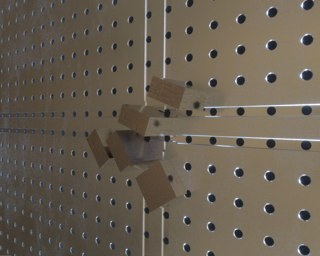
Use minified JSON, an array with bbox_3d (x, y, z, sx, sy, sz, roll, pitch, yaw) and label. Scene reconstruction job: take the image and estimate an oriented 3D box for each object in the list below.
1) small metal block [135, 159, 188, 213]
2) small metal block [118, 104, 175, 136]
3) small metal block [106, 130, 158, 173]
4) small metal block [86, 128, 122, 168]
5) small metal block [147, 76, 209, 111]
[{"bbox_3d":[0.001,0.075,0.406,0.050,0.025,0.050,-39,66,32],"label":"small metal block"},{"bbox_3d":[-0.018,-0.010,0.406,0.050,0.050,0.025,27,107,36],"label":"small metal block"},{"bbox_3d":[-0.039,0.030,0.423,0.025,0.050,0.050,-43,64,31],"label":"small metal block"},{"bbox_3d":[-0.071,0.028,0.449,0.025,0.050,0.050,-44,64,31],"label":"small metal block"},{"bbox_3d":[0.022,-0.041,0.373,0.050,0.050,0.025,27,107,36],"label":"small metal block"}]
